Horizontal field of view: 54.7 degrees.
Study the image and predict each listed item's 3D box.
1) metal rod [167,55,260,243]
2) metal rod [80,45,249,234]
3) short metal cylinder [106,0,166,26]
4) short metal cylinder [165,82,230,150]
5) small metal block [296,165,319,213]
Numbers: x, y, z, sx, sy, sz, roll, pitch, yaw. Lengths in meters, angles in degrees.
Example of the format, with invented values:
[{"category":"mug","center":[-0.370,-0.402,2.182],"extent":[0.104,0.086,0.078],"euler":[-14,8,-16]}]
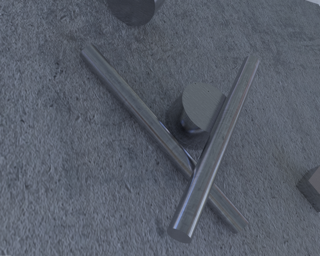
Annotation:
[{"category":"metal rod","center":[0.079,0.000,0.382],"extent":[0.025,0.025,0.301],"euler":[35,51,-5]},{"category":"metal rod","center":[0.001,0.010,0.398],"extent":[0.300,0.025,0.025],"euler":[49,51,6]},{"category":"short metal cylinder","center":[-0.035,-0.205,0.475],"extent":[0.080,0.080,0.050],"euler":[33,52,-7]},{"category":"short metal cylinder","center":[0.054,-0.016,0.426],"extent":[0.081,0.050,0.080],"euler":[14,56,-21]},{"category":"small metal block","center":[0.247,0.093,0.480],"extent":[0.050,0.025,0.050],"euler":[-30,79,-38]}]
